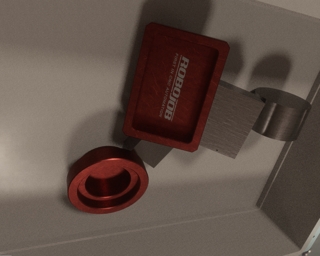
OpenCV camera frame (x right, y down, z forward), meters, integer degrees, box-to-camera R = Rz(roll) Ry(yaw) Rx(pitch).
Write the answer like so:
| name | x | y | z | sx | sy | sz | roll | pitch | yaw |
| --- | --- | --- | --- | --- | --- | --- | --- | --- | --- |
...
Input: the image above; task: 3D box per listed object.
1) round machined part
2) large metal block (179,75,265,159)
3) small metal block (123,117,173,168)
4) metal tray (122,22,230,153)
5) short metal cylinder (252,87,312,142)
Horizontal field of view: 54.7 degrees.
| name | x | y | z | sx | sy | sz | roll | pitch | yaw |
| --- | --- | --- | --- | --- | --- | --- | --- | --- | --- |
| round machined part | -0.067 | 0.061 | 0.393 | 0.099 | 0.042 | 0.097 | -11 | 130 | -13 |
| large metal block | 0.075 | -0.018 | 0.403 | 0.080 | 0.050 | 0.079 | 22 | 109 | -6 |
| small metal block | -0.011 | 0.019 | 0.416 | 0.050 | 0.025 | 0.050 | -46 | 130 | 4 |
| metal tray | 0.016 | -0.045 | 0.353 | 0.091 | 0.030 | 0.129 | 15 | 109 | -1 |
| short metal cylinder | 0.172 | -0.022 | 0.456 | 0.081 | 0.080 | 0.050 | -2 | 119 | -28 |
